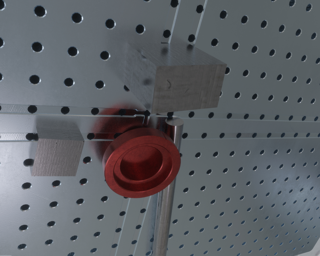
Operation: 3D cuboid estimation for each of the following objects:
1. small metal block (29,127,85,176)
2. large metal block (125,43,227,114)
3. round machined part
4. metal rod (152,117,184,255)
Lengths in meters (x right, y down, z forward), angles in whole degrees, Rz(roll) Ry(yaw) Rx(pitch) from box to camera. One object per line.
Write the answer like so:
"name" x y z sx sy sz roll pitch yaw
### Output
"small metal block" -0.121 0.029 0.363 0.050 0.025 0.050 6 116 -31
"large metal block" 0.014 -0.059 0.346 0.081 0.080 0.050 -7 122 -25
"round machined part" -0.026 0.041 0.405 0.099 0.042 0.097 -9 122 -14
"metal rod" 0.008 0.120 0.489 0.025 0.025 0.298 -9 123 -24
